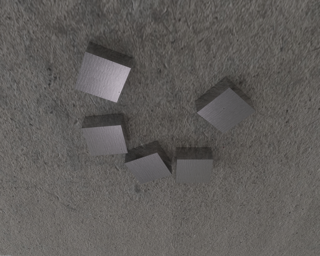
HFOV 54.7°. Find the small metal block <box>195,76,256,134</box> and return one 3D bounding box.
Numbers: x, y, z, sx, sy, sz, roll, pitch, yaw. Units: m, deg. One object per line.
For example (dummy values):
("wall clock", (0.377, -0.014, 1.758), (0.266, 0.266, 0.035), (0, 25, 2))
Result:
("small metal block", (0.080, -0.027, 0.384), (0.050, 0.025, 0.050), (35, 122, -26))

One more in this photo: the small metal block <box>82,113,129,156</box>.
("small metal block", (-0.071, 0.009, 0.414), (0.050, 0.025, 0.050), (-5, 130, 4))

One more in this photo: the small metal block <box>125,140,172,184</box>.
("small metal block", (-0.016, 0.050, 0.450), (0.050, 0.025, 0.050), (-20, 128, 16))

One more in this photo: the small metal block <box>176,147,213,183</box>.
("small metal block", (0.049, 0.054, 0.454), (0.050, 0.025, 0.050), (0, 130, 0))

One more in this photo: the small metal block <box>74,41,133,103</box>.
("small metal block", (-0.064, -0.063, 0.353), (0.050, 0.025, 0.050), (18, 128, -15))
